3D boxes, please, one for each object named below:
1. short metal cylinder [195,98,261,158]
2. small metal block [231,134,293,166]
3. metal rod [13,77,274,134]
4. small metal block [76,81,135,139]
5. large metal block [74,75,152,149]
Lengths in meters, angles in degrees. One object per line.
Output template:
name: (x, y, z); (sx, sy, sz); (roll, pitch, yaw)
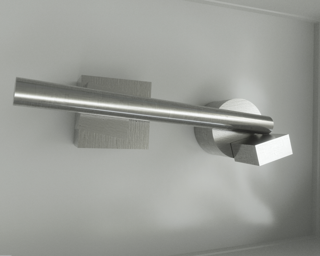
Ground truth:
short metal cylinder: (0.096, 0.001, 0.432); (0.081, 0.050, 0.079); (0, 90, -21)
small metal block: (0.127, 0.026, 0.390); (0.050, 0.050, 0.025); (-15, 96, -20)
metal rod: (0.007, -0.018, 0.338); (0.302, 0.025, 0.025); (6, 88, -28)
small metal block: (-0.060, -0.018, 0.334); (0.050, 0.025, 0.050); (14, 85, -20)
large metal block: (-0.058, -0.017, 0.373); (0.081, 0.050, 0.079); (3, 89, -20)
